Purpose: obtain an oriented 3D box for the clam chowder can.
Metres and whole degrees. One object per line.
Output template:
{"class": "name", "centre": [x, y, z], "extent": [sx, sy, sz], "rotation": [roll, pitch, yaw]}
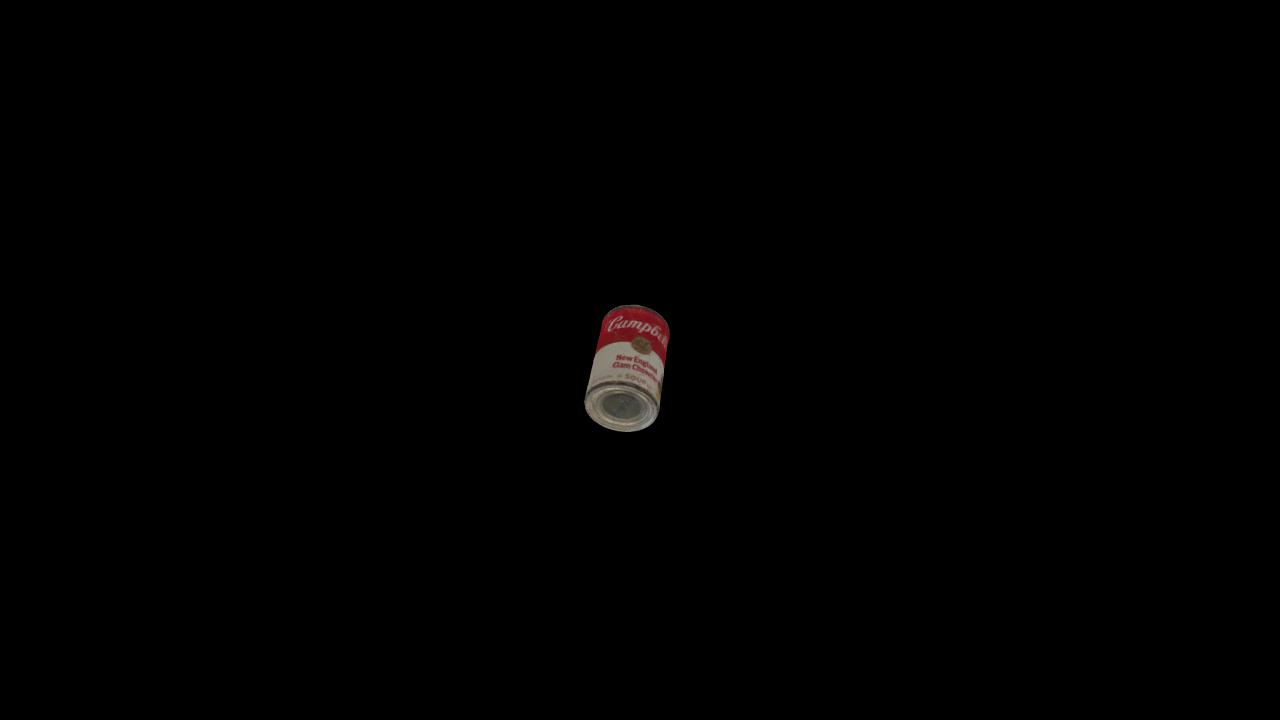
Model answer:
{"class": "clam chowder can", "centre": [-0.011, 0.007, 0.569], "extent": [0.068, 0.102, 0.068], "rotation": [5, -43, 5]}
